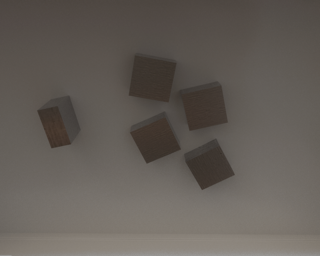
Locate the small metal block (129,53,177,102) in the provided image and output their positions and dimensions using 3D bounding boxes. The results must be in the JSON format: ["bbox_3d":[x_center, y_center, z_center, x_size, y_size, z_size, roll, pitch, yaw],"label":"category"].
[{"bbox_3d":[-0.009,-0.063,0.388,0.050,0.025,0.050,10,110,-4],"label":"small metal block"}]

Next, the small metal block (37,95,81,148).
[{"bbox_3d":[-0.126,-0.009,0.393,0.025,0.050,0.050,-12,110,4],"label":"small metal block"}]

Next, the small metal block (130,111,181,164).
[{"bbox_3d":[-0.006,0.013,0.416,0.050,0.025,0.050,-23,109,8],"label":"small metal block"}]

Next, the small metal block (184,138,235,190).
[{"bbox_3d":[0.068,0.051,0.431,0.050,0.025,0.050,-27,108,9],"label":"small metal block"}]

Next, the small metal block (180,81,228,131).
[{"bbox_3d":[0.057,-0.029,0.402,0.050,0.025,0.050,-13,110,4],"label":"small metal block"}]
